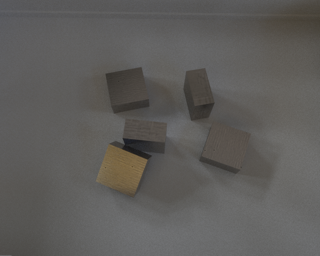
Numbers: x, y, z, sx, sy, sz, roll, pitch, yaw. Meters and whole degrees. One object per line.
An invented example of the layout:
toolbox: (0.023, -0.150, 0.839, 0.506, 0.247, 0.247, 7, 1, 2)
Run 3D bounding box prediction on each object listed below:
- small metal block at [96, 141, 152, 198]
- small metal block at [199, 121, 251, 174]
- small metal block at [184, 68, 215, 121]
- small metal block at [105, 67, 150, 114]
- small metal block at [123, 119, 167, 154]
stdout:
small metal block: (-0.044, 0.050, 0.380, 0.050, 0.025, 0.050, 22, 99, 7)
small metal block: (0.084, 0.025, 0.401, 0.050, 0.025, 0.050, 19, 71, 7)
small metal block: (0.051, -0.044, 0.412, 0.025, 0.050, 0.050, -10, 71, -4)
small metal block: (-0.045, -0.052, 0.428, 0.050, 0.025, 0.050, -12, 70, -4)
small metal block: (-0.018, 0.011, 0.392, 0.050, 0.050, 0.025, 6, 70, 2)
